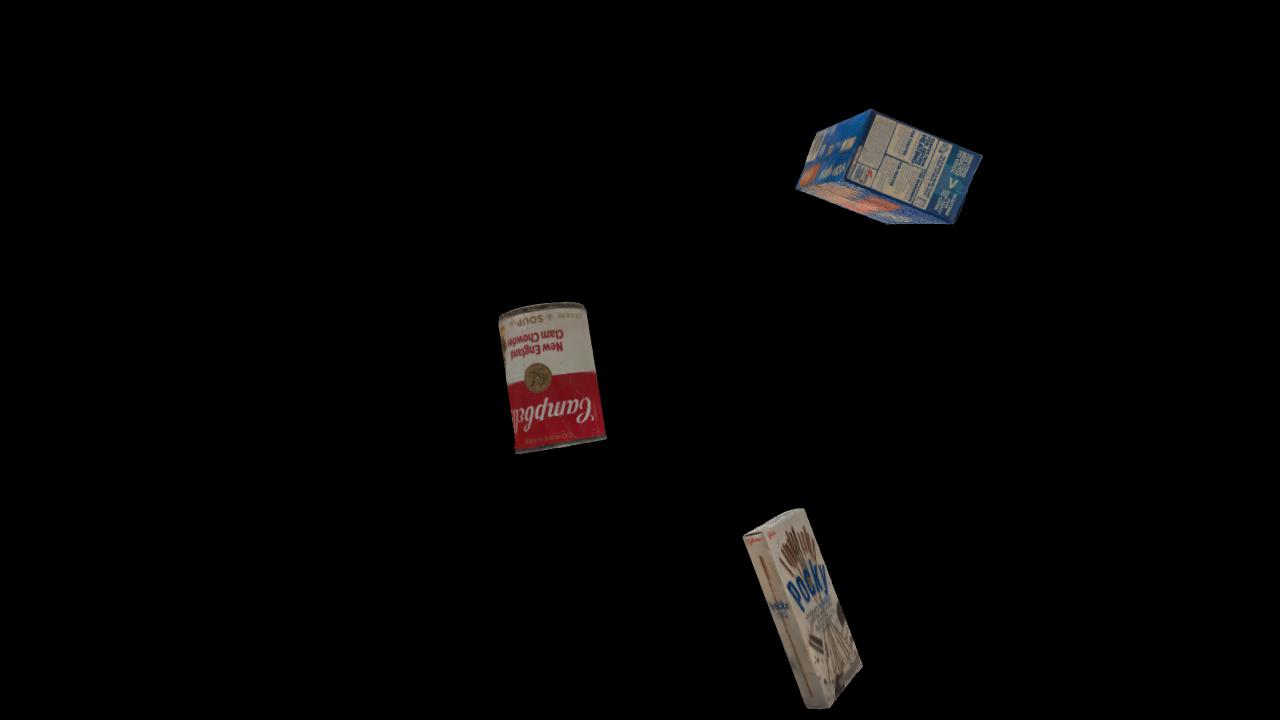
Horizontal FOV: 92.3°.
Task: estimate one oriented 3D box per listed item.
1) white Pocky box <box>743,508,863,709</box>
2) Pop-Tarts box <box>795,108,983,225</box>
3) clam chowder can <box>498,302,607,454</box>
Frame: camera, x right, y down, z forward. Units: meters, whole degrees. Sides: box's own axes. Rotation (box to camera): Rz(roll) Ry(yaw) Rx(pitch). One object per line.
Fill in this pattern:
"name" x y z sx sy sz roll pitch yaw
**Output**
"white Pocky box" 0.150 0.222 0.564 0.028 0.154 0.084 -28 -13 39
"Pop-Tarts box" 0.289 -0.224 0.742 0.141 0.083 0.167 18 11 -8
"clam chowder can" -0.065 0.014 0.456 0.068 0.102 0.068 -9 -6 -1
